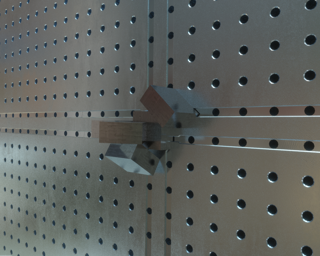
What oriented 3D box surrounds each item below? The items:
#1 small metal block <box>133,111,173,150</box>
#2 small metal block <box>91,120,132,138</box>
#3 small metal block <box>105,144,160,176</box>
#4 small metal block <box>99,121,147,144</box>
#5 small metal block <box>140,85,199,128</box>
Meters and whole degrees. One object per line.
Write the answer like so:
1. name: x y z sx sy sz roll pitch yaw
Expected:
1. small metal block: -0.010 0.003 0.419 0.050 0.025 0.050 2 91 39
2. small metal block: -0.063 0.002 0.445 0.050 0.050 0.025 2 92 40
3. small metal block: -0.037 0.040 0.422 0.050 0.050 0.025 2 60 40
4. small metal block: -0.044 0.005 0.385 0.050 0.050 0.025 2 92 3
5. small metal block: 0.012 -0.026 0.384 0.050 0.050 0.025 51 119 28
